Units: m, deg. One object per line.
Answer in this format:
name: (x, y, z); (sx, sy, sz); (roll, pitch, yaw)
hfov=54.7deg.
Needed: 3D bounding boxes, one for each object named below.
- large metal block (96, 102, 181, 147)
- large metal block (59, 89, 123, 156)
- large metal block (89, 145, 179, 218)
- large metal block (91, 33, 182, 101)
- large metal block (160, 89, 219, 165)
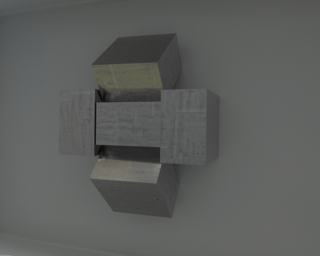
large metal block: (-0.023, -0.005, 0.388); (0.080, 0.080, 0.050); (1, 91, 20)
large metal block: (-0.087, -0.007, 0.411); (0.050, 0.080, 0.080); (1, 90, 20)
large metal block: (-0.027, 0.066, 0.382); (0.080, 0.080, 0.050); (1, 49, 19)
large metal block: (-0.024, -0.075, 0.382); (0.080, 0.080, 0.050); (2, 128, 20)
large metal block: (0.038, -0.002, 0.367); (0.050, 0.080, 0.080); (1, 90, 20)
